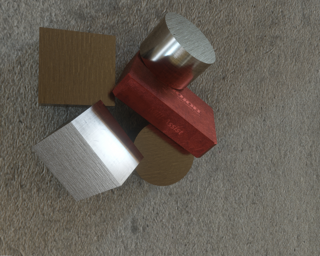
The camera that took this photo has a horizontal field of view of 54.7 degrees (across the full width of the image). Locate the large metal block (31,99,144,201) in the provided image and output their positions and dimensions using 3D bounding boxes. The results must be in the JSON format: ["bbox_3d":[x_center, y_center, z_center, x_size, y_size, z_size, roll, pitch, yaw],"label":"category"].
[{"bbox_3d":[-0.080,0.027,0.344,0.080,0.080,0.050,55,38,-12],"label":"large metal block"}]

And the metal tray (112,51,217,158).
[{"bbox_3d":[0.011,-0.031,0.381,0.130,0.090,0.030,37,118,-16],"label":"metal tray"}]

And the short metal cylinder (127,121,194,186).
[{"bbox_3d":[-0.003,0.030,0.397,0.081,0.050,0.080,0,90,-20],"label":"short metal cylinder"}]

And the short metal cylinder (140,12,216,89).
[{"bbox_3d":[0.022,-0.095,0.384,0.080,0.050,0.080,28,41,-27],"label":"short metal cylinder"}]

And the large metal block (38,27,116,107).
[{"bbox_3d":[-0.097,-0.065,0.359,0.081,0.050,0.080,1,90,-20],"label":"large metal block"}]
